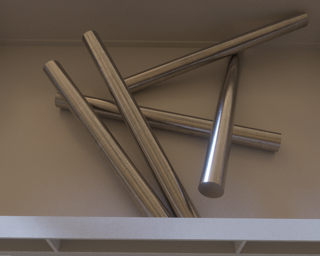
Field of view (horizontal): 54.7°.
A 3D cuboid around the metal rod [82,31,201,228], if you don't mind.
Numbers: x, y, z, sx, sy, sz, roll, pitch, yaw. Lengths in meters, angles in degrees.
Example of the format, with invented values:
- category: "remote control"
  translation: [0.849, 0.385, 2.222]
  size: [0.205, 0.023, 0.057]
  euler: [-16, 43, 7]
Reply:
- category: "metal rod"
  translation: [-0.035, -0.017, 0.390]
  size: [0.025, 0.025, 0.299]
  euler: [-21, 62, -17]

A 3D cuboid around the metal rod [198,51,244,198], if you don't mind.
- category: "metal rod"
  translation: [0.089, -0.035, 0.408]
  size: [0.025, 0.025, 0.301]
  euler: [12, 43, 10]

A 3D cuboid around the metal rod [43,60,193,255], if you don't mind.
- category: "metal rod"
  translation: [-0.064, 0.019, 0.368]
  size: [0.025, 0.025, 0.300]
  euler: [-29, 62, -22]

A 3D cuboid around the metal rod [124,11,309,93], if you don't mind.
- category: "metal rod"
  translation: [0.085, -0.115, 0.470]
  size: [0.302, 0.025, 0.025]
  euler: [-22, 53, -6]

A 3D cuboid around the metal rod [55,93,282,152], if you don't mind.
- category: "metal rod"
  translation: [0.004, -0.011, 0.414]
  size: [0.301, 0.025, 0.025]
  euler: [12, 51, 9]
